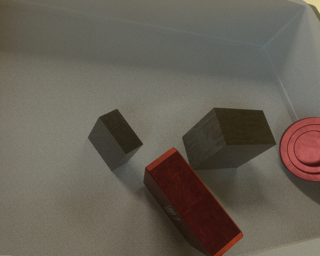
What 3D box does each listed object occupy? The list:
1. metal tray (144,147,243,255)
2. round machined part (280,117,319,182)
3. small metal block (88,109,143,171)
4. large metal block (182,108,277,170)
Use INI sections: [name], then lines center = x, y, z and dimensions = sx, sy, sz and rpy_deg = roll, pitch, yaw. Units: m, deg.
[metal tray]
center = 0.023, 0.075, 0.305
dimensions = 0.030, 0.130, 0.090
rpy_deg = -36, 80, -12
[round machined part]
center = 0.239, 0.032, 0.484
dimensions = 0.098, 0.098, 0.042
rpy_deg = 54, 15, 10
[small metal block]
center = -0.052, 0.015, 0.354
dimensions = 0.025, 0.050, 0.050
rpy_deg = -30, 79, -38
[large metal block]
center = 0.088, 0.017, 0.410
dimensions = 0.081, 0.080, 0.050
rpy_deg = 1, 62, -28
